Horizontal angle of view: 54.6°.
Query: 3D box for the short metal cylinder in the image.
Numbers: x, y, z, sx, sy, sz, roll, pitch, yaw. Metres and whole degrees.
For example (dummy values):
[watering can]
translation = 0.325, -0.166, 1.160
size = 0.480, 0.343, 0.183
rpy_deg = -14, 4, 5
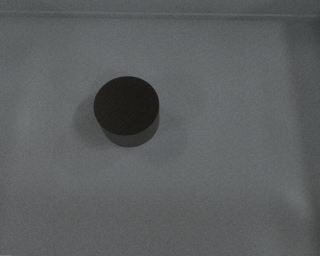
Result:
[short metal cylinder]
translation = -0.041, -0.020, 0.404
size = 0.080, 0.050, 0.080
rpy_deg = 0, 70, 0
